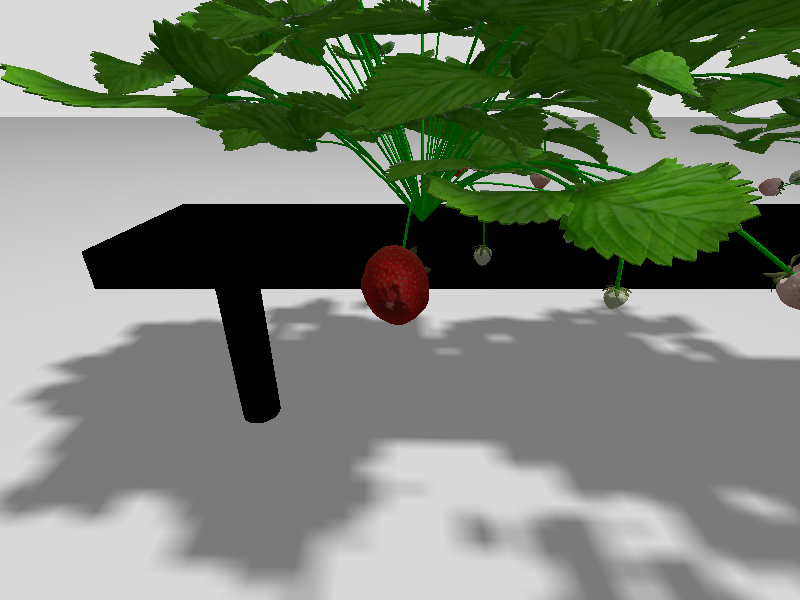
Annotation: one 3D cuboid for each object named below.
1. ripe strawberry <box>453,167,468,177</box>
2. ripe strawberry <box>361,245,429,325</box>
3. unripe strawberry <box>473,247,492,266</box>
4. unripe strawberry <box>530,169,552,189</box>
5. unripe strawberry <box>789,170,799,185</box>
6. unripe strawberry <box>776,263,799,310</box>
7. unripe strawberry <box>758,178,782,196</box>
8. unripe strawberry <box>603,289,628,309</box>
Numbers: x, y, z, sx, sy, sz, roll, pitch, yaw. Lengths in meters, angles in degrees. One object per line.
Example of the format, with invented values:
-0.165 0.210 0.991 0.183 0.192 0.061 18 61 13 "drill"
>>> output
0.084 -0.191 0.563 0.031 0.035 0.033 7 9 13 "ripe strawberry"
-0.003 -0.005 0.182 0.032 0.036 0.035 3 27 6 "ripe strawberry"
0.049 -0.026 0.237 0.011 0.011 0.010 -6 27 -12 "unripe strawberry"
0.170 -0.147 0.485 0.021 0.025 0.025 -24 35 -39 "unripe strawberry"
0.501 -0.153 0.502 0.021 0.019 0.019 5 0 9 "unripe strawberry"
0.203 -0.005 0.195 0.028 0.025 0.026 -25 56 -41 "unripe strawberry"
0.413 -0.126 0.447 0.017 0.020 0.019 -13 24 -25 "unripe strawberry"
0.101 0.000 0.188 0.011 0.010 0.010 -11 28 -22 "unripe strawberry"
